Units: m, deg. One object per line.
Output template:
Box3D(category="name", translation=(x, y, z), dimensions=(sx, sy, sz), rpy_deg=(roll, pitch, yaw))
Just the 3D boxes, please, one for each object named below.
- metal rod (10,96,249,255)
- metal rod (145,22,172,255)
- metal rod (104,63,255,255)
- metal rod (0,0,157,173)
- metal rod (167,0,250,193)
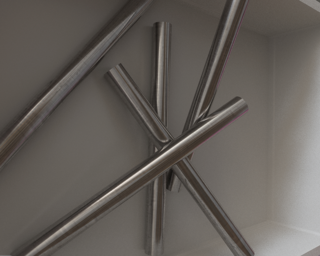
Box3D(category="metal rod", translation=(-0.017, 0.050, 0.344), dimensions=(0.302, 0.025, 0.025), rpy_deg=(-34, 112, -18))
Box3D(category="metal rod", translation=(-0.002, 0.012, 0.406), dimensions=(0.025, 0.025, 0.298), rpy_deg=(3, 88, -40))
Box3D(category="metal rod", translation=(0.030, 0.051, 0.388), dimensions=(0.025, 0.025, 0.299), rpy_deg=(-42, 102, -32))
Box3D(category="metal rod", translation=(-0.090, -0.060, 0.331), dimensions=(0.025, 0.025, 0.301), rpy_deg=(50, 61, -29))
Box3D(category="metal rod", translation=(0.060, -0.053, 0.380), dimensions=(0.025, 0.025, 0.298), rpy_deg=(1, 114, -40))
